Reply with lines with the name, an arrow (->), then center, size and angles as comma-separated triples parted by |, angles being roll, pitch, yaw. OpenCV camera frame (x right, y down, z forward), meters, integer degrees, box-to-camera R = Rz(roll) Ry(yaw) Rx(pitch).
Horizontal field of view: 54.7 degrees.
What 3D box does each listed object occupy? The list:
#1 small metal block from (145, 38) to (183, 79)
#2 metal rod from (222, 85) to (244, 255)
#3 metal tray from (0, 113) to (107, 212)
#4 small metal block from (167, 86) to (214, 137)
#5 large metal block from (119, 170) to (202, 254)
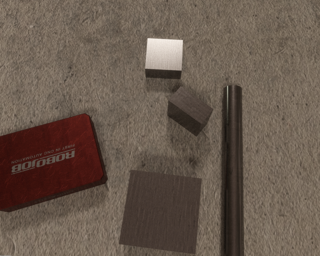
small metal block -> 0.006, -0.099, 0.444 | 0.050, 0.025, 0.050 | 3, 70, 1
metal rod -> 0.089, 0.086, 0.377 | 0.025, 0.025, 0.299 | 4, 70, 1
metal tray -> -0.141, 0.042, 0.388 | 0.131, 0.030, 0.090 | -16, 71, -6
small metal block -> 0.038, -0.020, 0.403 | 0.050, 0.050, 0.025 | 37, 74, 12
large metal block -> 0.002, 0.097, 0.359 | 0.080, 0.050, 0.080 | 7, 70, 2
